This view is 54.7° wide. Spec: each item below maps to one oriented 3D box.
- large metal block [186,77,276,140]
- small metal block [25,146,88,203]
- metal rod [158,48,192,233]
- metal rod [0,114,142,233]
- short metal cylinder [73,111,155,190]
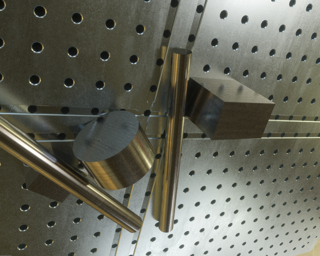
[{"bbox_3d":[0.085,-0.027,0.406,0.081,0.080,0.050,-1,119,-28],"label":"large metal block"},{"bbox_3d":[-0.126,0.058,0.378,0.050,0.025,0.050,-48,129,5],"label":"small metal block"},{"bbox_3d":[0.018,0.037,0.443,0.025,0.025,0.298,-11,123,-23],"label":"metal rod"},{"bbox_3d":[-0.112,0.050,0.348,0.025,0.025,0.300,-41,129,0],"label":"metal rod"},{"bbox_3d":[-0.053,0.025,0.362,0.080,0.080,0.050,-31,129,-8],"label":"short metal cylinder"}]
